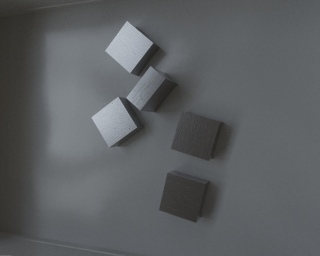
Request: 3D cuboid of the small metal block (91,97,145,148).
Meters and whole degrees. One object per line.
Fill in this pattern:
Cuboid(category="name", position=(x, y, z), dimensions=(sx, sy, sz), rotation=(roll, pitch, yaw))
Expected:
Cuboid(category="small metal block", position=(-0.058, -0.008, 0.431), dimensions=(0.050, 0.025, 0.050), rotation=(-35, 79, 16))

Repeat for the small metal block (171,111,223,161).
Cuboid(category="small metal block", position=(0.047, 0.009, 0.394), dimensions=(0.050, 0.025, 0.050), rotation=(17, 96, 19))

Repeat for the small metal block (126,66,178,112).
Cuboid(category="small metal block", position=(-0.009, -0.048, 0.400), dimensions=(0.025, 0.050, 0.050), rotation=(43, 103, 15))

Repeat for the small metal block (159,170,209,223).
Cuboid(category="small metal block", position=(0.031, 0.087, 0.399), dimensions=(0.050, 0.025, 0.050), rotation=(14, 95, 19))

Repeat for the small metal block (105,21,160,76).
Cuboid(category="small metal block", position=(-0.038, -0.108, 0.424), dimensions=(0.050, 0.025, 0.050), rotation=(43, 103, 15))
